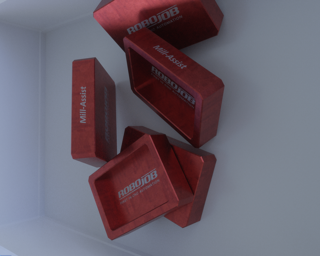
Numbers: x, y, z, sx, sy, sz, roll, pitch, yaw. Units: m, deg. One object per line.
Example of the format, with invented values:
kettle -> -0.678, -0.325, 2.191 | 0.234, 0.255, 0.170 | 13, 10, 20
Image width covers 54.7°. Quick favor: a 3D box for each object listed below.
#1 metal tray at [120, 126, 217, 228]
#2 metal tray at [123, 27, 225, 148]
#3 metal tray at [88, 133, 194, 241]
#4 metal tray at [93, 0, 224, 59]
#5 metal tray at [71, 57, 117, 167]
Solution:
metal tray -> 0.001, 0.057, 0.401 | 0.130, 0.030, 0.089 | 21, 103, 37
metal tray -> 0.012, -0.047, 0.358 | 0.130, 0.030, 0.090 | 43, 155, 30
metal tray -> -0.030, 0.074, 0.386 | 0.130, 0.030, 0.090 | -37, 68, 33
metal tray -> -0.004, -0.132, 0.366 | 0.130, 0.090, 0.030 | -11, 46, 39
metal tray -> -0.086, -0.017, 0.418 | 0.030, 0.090, 0.129 | -6, 74, 8
